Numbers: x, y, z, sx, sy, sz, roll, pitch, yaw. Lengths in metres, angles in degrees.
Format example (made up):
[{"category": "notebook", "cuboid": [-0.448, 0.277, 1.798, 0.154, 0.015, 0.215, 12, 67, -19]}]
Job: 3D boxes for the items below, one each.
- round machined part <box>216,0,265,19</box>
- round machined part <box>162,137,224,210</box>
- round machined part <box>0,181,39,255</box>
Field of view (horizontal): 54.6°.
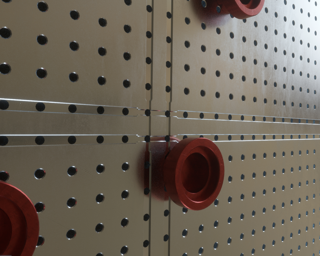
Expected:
[{"category": "round machined part", "cuboid": [0.124, -0.225, 0.500, 0.099, 0.042, 0.097, 0, 90, -40]}, {"category": "round machined part", "cuboid": [0.042, 0.061, 0.433, 0.099, 0.042, 0.097, 0, 90, -40]}, {"category": "round machined part", "cuboid": [-0.160, 0.090, 0.264, 0.099, 0.042, 0.097, 0, 90, -40]}]
